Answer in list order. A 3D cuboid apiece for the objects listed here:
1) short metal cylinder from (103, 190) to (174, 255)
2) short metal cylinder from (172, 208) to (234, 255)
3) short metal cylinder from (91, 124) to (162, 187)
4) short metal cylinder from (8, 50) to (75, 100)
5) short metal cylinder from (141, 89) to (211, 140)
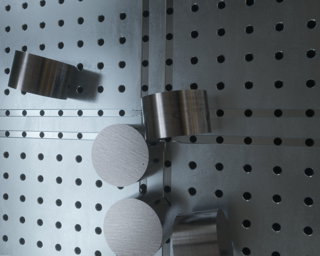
[{"bbox_3d":[-0.026,0.127,0.408,0.080,0.050,0.079,0,90,19],"label":"short metal cylinder"},{"bbox_3d":[0.053,0.139,0.364,0.050,0.080,0.080,-13,86,19],"label":"short metal cylinder"},{"bbox_3d":[-0.043,0.034,0.413,0.080,0.050,0.079,0,90,19],"label":"short metal cylinder"},{"bbox_3d":[-0.168,-0.075,0.441,0.080,0.080,0.050,16,96,19],"label":"short metal cylinder"},{"bbox_3d":[0.019,-0.015,0.376,0.080,0.080,0.050,-7,88,19],"label":"short metal cylinder"}]
